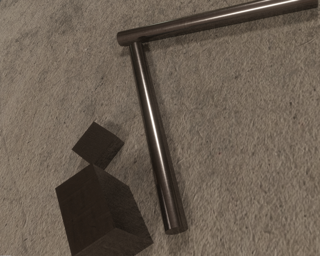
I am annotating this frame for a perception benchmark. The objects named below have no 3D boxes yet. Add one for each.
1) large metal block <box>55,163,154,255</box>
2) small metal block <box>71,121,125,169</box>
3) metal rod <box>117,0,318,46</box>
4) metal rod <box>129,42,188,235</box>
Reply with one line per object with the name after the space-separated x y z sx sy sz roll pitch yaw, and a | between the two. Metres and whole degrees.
-0.060 0.097 0.339 0.050 0.080 0.080 -35 52 5 | large metal block
-0.086 0.026 0.432 0.050 0.025 0.050 28 77 37 | small metal block
0.068 -0.161 0.465 0.301 0.025 0.025 -4 60 25 | metal rod
-0.010 -0.010 0.414 0.025 0.025 0.299 -23 53 14 | metal rod
